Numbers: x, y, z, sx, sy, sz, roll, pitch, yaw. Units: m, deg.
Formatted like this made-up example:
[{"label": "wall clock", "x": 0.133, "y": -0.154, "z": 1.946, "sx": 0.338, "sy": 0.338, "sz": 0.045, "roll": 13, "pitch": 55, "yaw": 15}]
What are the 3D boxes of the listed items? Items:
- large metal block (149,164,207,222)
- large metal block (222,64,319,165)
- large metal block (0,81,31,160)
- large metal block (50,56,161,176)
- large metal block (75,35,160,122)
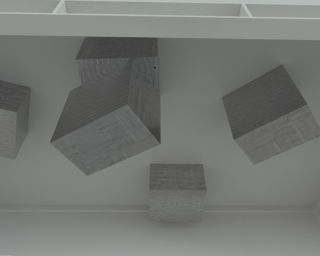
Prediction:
[{"label": "large metal block", "x": 0.025, "y": 0.101, "z": 0.479, "sx": 0.081, "sy": 0.050, "sz": 0.079, "roll": 1, "pitch": 130, "yaw": -1}, {"label": "large metal block", "x": 0.126, "y": -0.016, "z": 0.361, "sx": 0.080, "sy": 0.080, "sz": 0.050, "roll": -29, "pitch": 125, "yaw": 22}, {"label": "large metal block", "x": -0.210, "y": -0.014, "z": 0.378, "sx": 0.081, "sy": 0.050, "sz": 0.079, "roll": 14, "pitch": 129, "yaw": -12}, {"label": "large metal block", "x": -0.047, "y": -0.012, "z": 0.296, "sx": 0.080, "sy": 0.080, "sz": 0.050, "roll": -25, "pitch": 126, "yaw": 19}, {"label": "large metal block", "x": -0.041, "y": -0.054, "z": 0.346, "sx": 0.081, "sy": 0.050, "sz": 0.079, "roll": -2, "pitch": 130, "yaw": 1}]
